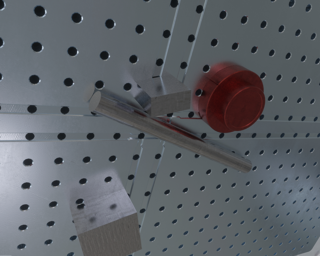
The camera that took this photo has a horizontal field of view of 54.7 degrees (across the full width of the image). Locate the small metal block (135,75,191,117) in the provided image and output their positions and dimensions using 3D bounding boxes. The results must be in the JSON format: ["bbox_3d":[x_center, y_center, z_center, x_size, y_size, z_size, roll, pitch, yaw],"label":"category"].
[{"bbox_3d":[0.003,-0.040,0.372,0.050,0.050,0.025,-13,124,-21],"label":"small metal block"}]

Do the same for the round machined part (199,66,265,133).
[{"bbox_3d":[0.108,-0.035,0.438,0.099,0.042,0.097,-14,124,-21],"label":"round machined part"}]

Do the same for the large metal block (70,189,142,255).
[{"bbox_3d":[-0.076,0.145,0.444,0.081,0.050,0.079,-16,125,-19],"label":"large metal block"}]

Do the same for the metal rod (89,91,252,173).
[{"bbox_3d":[0.037,0.018,0.442,0.302,0.025,0.025,23,106,-37],"label":"metal rod"}]
